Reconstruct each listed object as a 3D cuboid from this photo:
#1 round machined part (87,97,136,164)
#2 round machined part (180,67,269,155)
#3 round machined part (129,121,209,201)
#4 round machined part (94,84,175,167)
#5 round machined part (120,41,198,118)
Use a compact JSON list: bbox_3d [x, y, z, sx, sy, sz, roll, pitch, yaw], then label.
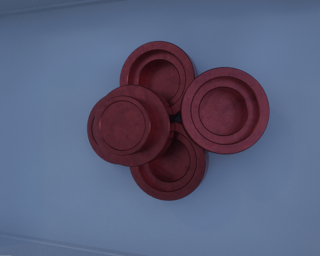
[{"bbox_3d":[-0.056,0.001,0.417,0.098,0.042,0.097,0,90,19],"label":"round machined part"},{"bbox_3d":[0.072,-0.019,0.363,0.099,0.042,0.097,0,87,-1],"label":"round machined part"},{"bbox_3d":[0.014,0.039,0.394,0.098,0.042,0.097,0,90,19],"label":"round machined part"},{"bbox_3d":[-0.036,-0.003,0.365,0.098,0.042,0.097,0,90,19],"label":"round machined part"},{"bbox_3d":[0.002,-0.058,0.399,0.098,0.042,0.097,0,90,19],"label":"round machined part"}]
